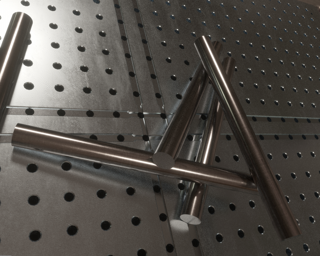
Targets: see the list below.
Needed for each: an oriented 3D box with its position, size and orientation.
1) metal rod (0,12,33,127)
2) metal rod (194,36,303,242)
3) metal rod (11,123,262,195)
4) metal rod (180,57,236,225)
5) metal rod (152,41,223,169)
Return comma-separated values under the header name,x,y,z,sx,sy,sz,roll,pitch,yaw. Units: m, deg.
name,x,y,z,sx,sy,sz,roll,pitch,yaw
metal rod,-0.177,-0.011,0.320,0.025,0.025,0.299,14,56,-21
metal rod,0.103,-0.008,0.403,0.025,0.025,0.299,1,56,-28
metal rod,-0.008,0.041,0.357,0.302,0.025,0.025,13,56,-13
metal rod,0.079,-0.004,0.454,0.025,0.025,0.300,29,52,-10
metal rod,0.052,-0.054,0.441,0.025,0.025,0.301,35,42,-6
